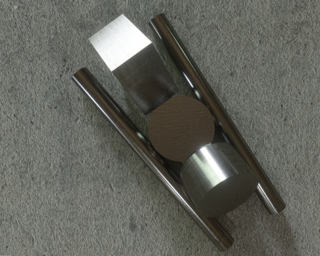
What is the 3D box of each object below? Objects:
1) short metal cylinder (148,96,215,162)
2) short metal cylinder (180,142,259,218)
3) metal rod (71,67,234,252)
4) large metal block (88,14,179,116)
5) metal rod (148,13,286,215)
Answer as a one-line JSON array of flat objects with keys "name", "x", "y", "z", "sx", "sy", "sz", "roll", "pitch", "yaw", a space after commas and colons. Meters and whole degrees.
[{"name": "short metal cylinder", "x": 0.026, "y": 0.001, "z": 0.399, "sx": 0.081, "sy": 0.050, "sz": 0.080, "roll": 0, "pitch": 90, "yaw": 0}, {"name": "short metal cylinder", "x": 0.071, "y": 0.064, "z": 0.378, "sx": 0.080, "sy": 0.080, "sz": 0.050, "roll": -31, "pitch": 48, "yaw": 0}, {"name": "metal rod", "x": -0.009, "y": 0.041, "z": 0.410, "sx": 0.025, "sy": 0.025, "sz": 0.300, "roll": -41, "pitch": 90, "yaw": 0}, {"name": "large metal block", "x": -0.031, "y": -0.074, "z": 0.368, "sx": 0.050, "sy": 0.080, "sz": 0.080, "roll": -36, "pitch": 49, "yaw": 0}, {"name": "metal rod", "x": 0.076, "y": -0.018, "z": 0.411, "sx": 0.025, "sy": 0.025, "sz": 0.299, "roll": -33, "pitch": 90, "yaw": 0}]
